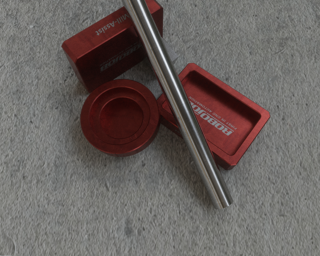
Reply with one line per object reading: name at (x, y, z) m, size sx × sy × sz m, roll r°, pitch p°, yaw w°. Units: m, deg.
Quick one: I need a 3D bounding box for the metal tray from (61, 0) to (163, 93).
metal tray at (-0.056, -0.110, 0.414) m, size 0.131 × 0.090 × 0.030 m, roll -36°, pitch 74°, yaw -12°

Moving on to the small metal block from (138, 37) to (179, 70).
small metal block at (-0.005, -0.101, 0.428) m, size 0.025 × 0.050 × 0.050 m, roll -42°, pitch 90°, yaw -11°

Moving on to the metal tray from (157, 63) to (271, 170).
metal tray at (0.066, -0.017, 0.414) m, size 0.130 × 0.030 × 0.090 m, roll 36°, pitch 74°, yaw 12°

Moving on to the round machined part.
round machined part at (-0.048, -0.010, 0.400) m, size 0.099 × 0.042 × 0.098 m, roll -2°, pitch 73°, yaw 5°

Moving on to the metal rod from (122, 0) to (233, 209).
metal rod at (0.017, -0.043, 0.369) m, size 0.025 × 0.025 × 0.299 m, roll -25°, pitch 94°, yaw -9°
